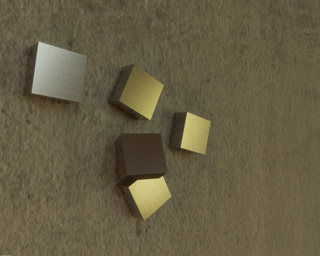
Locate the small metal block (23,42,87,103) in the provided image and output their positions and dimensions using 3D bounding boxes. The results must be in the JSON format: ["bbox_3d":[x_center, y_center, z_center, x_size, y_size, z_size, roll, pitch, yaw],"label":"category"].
[{"bbox_3d":[-0.106,-0.054,0.317,0.050,0.025,0.050,10,84,-40],"label":"small metal block"}]

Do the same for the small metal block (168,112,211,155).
[{"bbox_3d":[0.043,0.008,0.443,0.050,0.025,0.050,18,78,-39],"label":"small metal block"}]

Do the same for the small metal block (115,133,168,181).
[{"bbox_3d":[-0.023,0.034,0.369,0.050,0.025,0.050,1,66,-26],"label":"small metal block"}]

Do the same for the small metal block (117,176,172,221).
[{"bbox_3d":[-0.019,0.079,0.391,0.050,0.025,0.050,-35,112,-35],"label":"small metal block"}]

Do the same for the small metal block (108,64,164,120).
[{"bbox_3d":[-0.029,-0.043,0.382,0.050,0.025,0.050,32,70,-36],"label":"small metal block"}]
